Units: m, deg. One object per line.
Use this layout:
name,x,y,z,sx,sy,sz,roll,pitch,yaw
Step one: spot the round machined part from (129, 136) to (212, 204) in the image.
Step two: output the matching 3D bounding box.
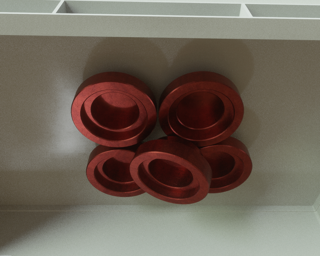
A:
round machined part,0.016,0.048,0.381,0.098,0.042,0.097,13,137,13

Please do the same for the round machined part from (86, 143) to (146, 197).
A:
round machined part,-0.052,0.051,0.439,0.099,0.042,0.097,-1,130,0

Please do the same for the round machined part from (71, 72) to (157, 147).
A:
round machined part,-0.053,-0.026,0.373,0.099,0.042,0.097,-1,130,0

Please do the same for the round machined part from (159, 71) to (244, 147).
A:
round machined part,0.047,-0.026,0.374,0.099,0.042,0.097,-1,130,0

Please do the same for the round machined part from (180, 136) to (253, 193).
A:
round machined part,0.076,0.045,0.435,0.099,0.042,0.097,-1,130,0
